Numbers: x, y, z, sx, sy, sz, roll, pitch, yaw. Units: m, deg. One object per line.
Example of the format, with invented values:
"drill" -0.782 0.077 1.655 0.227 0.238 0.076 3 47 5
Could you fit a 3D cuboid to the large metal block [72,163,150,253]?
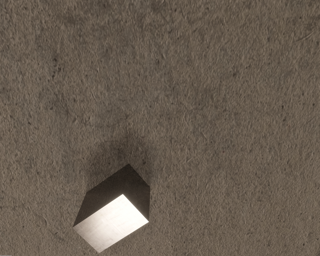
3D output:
"large metal block" -0.061 0.105 0.418 0.080 0.080 0.050 -35 107 12
